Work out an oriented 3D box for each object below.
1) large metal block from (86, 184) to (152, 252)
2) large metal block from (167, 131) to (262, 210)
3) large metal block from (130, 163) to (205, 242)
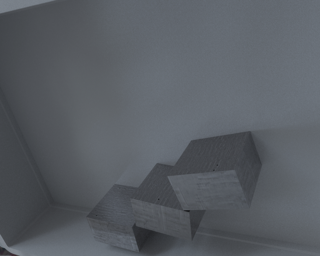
[{"bbox_3d":[-0.053,0.138,0.486,0.080,0.080,0.050,3,120,26],"label":"large metal block"},{"bbox_3d":[0.068,0.051,0.369,0.080,0.080,0.050,-11,113,33],"label":"large metal block"},{"bbox_3d":[0.018,0.097,0.424,0.080,0.080,0.050,7,122,24],"label":"large metal block"}]
